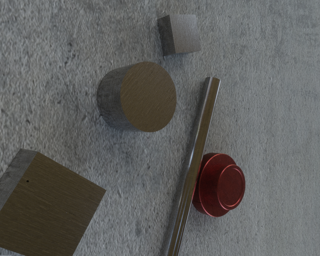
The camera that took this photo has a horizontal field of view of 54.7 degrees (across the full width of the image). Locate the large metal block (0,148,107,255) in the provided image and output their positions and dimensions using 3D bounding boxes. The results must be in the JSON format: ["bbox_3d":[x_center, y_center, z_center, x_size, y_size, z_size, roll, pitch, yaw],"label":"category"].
[{"bbox_3d":[-0.113,0.075,0.295,0.080,0.050,0.080,40,66,-33],"label":"large metal block"}]

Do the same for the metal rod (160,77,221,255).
[{"bbox_3d":[0.042,0.068,0.442,0.025,0.025,0.299,26,74,-38],"label":"metal rod"}]

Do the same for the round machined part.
[{"bbox_3d":[0.094,0.088,0.476,0.099,0.042,0.097,0,90,-40],"label":"round machined part"}]

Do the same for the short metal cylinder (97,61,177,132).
[{"bbox_3d":[-0.027,-0.035,0.368,0.081,0.050,0.079,0,90,-40],"label":"short metal cylinder"}]

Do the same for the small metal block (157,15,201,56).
[{"bbox_3d":[0.027,-0.129,0.429,0.050,0.025,0.050,-17,101,-39],"label":"small metal block"}]
